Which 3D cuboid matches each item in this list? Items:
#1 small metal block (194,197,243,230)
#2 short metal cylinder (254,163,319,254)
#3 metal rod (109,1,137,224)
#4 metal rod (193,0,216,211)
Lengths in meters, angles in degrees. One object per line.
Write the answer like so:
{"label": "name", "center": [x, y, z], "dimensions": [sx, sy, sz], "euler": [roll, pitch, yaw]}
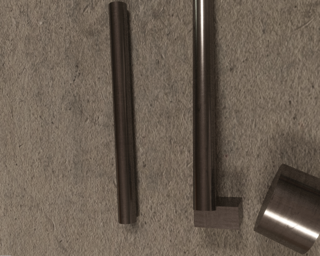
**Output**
{"label": "small metal block", "center": [0.071, 0.100, 0.370], "dimensions": [0.050, 0.050, 0.025], "euler": [-3, 89, 19]}
{"label": "short metal cylinder", "center": [0.140, 0.084, 0.330], "dimensions": [0.050, 0.080, 0.080], "euler": [23, 98, 18]}
{"label": "metal rod", "center": [-0.051, -0.021, 0.425], "dimensions": [0.025, 0.025, 0.298], "euler": [-3, 89, 19]}
{"label": "metal rod", "center": [0.051, -0.058, 0.364], "dimensions": [0.025, 0.025, 0.298], "euler": [-3, 79, 19]}
